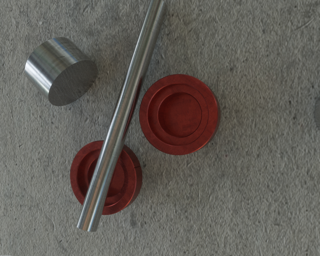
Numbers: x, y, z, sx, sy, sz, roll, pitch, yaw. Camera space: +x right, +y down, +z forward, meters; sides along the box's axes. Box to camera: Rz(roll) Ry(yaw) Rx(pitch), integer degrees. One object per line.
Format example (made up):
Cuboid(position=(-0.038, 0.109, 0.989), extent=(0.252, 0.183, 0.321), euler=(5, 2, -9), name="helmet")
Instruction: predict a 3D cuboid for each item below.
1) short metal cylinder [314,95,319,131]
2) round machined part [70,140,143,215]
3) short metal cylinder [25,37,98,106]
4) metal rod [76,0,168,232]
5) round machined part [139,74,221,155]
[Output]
Cuboid(position=(0.209, -0.017, 0.323), extent=(0.080, 0.050, 0.079), euler=(0, 90, 19), name="short metal cylinder")
Cuboid(position=(-0.069, 0.065, 0.423), extent=(0.098, 0.042, 0.097), euler=(0, 90, 19), name="round machined part")
Cuboid(position=(-0.134, -0.076, 0.425), extent=(0.050, 0.080, 0.080), euler=(44, 103, 14), name="short metal cylinder")
Cuboid(position=(-0.045, -0.022, 0.390), extent=(0.025, 0.025, 0.299), euler=(14, 82, 19), name="metal rod")
Cuboid(position=(0.027, -0.016, 0.390), extent=(0.098, 0.042, 0.097), euler=(0, 90, 19), name="round machined part")
